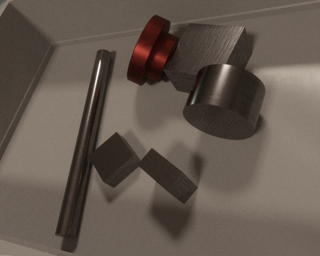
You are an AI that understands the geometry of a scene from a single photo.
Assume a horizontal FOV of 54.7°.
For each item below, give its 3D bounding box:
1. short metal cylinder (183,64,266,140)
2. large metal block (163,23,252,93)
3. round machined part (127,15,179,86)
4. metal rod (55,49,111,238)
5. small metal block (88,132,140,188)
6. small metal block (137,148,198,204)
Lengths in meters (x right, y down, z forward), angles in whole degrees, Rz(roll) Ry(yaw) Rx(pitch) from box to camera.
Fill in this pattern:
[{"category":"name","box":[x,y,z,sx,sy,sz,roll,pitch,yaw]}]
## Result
[{"category":"short metal cylinder","box":[0.072,-0.027,0.349,0.080,0.080,0.050,9,67,32]},{"category":"large metal block","box":[0.064,-0.088,0.409,0.080,0.050,0.080,18,71,34]},{"category":"round machined part","box":[-0.006,-0.103,0.435,0.042,0.098,0.098,25,72,2]},{"category":"metal rod","box":[-0.106,0.004,0.457,0.025,0.025,0.299,-9,58,23]},{"category":"small metal block","box":[-0.059,0.042,0.410,0.050,0.025,0.050,-41,51,0]},{"category":"small metal block","box":[0.009,0.055,0.350,0.025,0.050,0.050,-50,52,-6]}]
